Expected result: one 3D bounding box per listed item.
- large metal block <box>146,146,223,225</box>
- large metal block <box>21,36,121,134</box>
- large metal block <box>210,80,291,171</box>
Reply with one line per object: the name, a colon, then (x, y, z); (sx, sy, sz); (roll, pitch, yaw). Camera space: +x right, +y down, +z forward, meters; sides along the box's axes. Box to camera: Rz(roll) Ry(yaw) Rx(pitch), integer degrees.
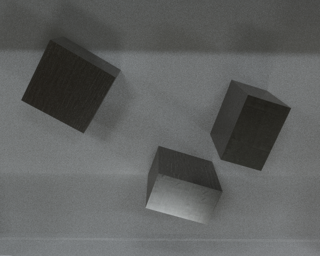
large metal block: (0.029, 0.072, 0.409); (0.080, 0.080, 0.050); (17, 109, -6)
large metal block: (-0.105, -0.053, 0.377); (0.080, 0.050, 0.080); (30, 107, -11)
large metal block: (0.105, -0.006, 0.380); (0.050, 0.080, 0.079); (16, 109, -6)
